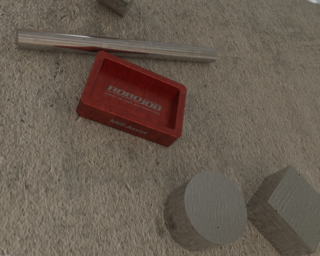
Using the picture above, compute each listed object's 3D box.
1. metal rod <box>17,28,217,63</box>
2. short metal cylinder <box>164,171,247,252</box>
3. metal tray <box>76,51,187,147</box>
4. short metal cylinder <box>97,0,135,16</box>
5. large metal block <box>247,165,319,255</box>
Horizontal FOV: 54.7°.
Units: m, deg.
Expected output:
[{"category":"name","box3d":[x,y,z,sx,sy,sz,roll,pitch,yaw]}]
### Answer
[{"category":"metal rod","box3d":[-0.042,-0.116,0.451,0.303,0.025,0.025,-3,63,-30]},{"category":"short metal cylinder","box3d":[0.052,0.096,0.357,0.081,0.050,0.080,14,56,-21]},{"category":"metal tray","box3d":[-0.032,-0.038,0.405,0.131,0.030,0.090,21,54,-16]},{"category":"short metal cylinder","box3d":[-0.058,-0.219,0.471,0.050,0.080,0.080,29,52,-10]},{"category":"large metal block","box3d":[0.170,0.110,0.412,0.080,0.050,0.080,48,51,5]}]
